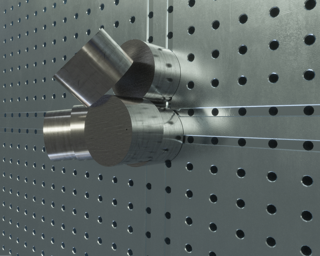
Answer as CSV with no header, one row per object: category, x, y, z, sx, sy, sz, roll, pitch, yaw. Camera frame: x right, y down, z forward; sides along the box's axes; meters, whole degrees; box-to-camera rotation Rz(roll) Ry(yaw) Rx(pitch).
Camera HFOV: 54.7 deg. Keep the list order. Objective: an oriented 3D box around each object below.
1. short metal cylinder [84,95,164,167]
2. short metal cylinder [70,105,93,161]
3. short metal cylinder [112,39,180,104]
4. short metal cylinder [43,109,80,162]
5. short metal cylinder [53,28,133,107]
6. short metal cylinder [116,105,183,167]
short metal cylinder,-0.043,0.003,0.361,0.080,0.050,0.080,0,90,40
short metal cylinder,-0.091,0.005,0.439,0.050,0.080,0.080,-5,86,-2
short metal cylinder,-0.020,-0.072,0.409,0.080,0.050,0.079,0,90,40
short metal cylinder,-0.143,0.010,0.483,0.050,0.080,0.080,-6,85,-2
short metal cylinder,-0.078,-0.070,0.364,0.080,0.080,0.050,-30,115,36
short metal cylinder,-0.017,0.009,0.406,0.080,0.050,0.080,0,90,40
